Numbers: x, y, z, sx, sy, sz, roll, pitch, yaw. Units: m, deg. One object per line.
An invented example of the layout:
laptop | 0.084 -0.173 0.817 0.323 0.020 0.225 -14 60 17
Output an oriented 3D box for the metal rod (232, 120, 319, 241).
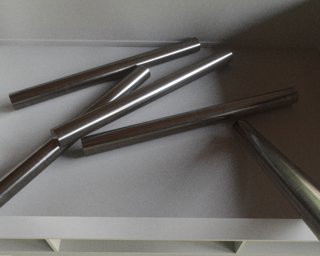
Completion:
metal rod | 0.105 0.037 0.264 0.025 0.025 0.300 1 14 1

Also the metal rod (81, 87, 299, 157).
metal rod | 0.048 -0.012 0.415 0.302 0.025 0.025 -14 52 -12

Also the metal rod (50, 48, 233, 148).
metal rod | -0.006 -0.053 0.433 0.302 0.025 0.025 -29 56 -29

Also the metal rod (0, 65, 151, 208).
metal rod | -0.113 0.006 0.398 0.025 0.025 0.301 29 56 22

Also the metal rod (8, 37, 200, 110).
metal rod | -0.072 -0.089 0.478 0.302 0.025 0.025 -21 54 -18
